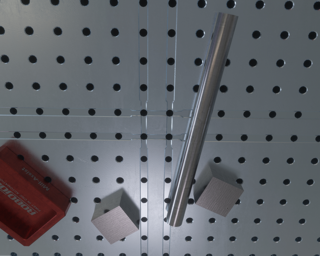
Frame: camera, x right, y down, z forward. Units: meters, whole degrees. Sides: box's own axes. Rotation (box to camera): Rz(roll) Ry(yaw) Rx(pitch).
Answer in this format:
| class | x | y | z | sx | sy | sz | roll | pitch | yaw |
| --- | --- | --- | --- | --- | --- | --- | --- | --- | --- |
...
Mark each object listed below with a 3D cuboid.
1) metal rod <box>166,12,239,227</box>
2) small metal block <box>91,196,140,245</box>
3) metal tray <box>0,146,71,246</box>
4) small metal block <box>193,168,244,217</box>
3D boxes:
| class | x | y | z | sx | sy | sz | roll | pitch | yaw |
| --- | --- | --- | --- | --- | --- | --- | --- | --- | --- |
| metal rod | 0.050 | 0.003 | 0.414 | 0.025 | 0.025 | 0.298 | 11 | 110 | -4 |
| small metal block | -0.066 | 0.138 | 0.464 | 0.050 | 0.025 | 0.050 | -31 | 108 | 10 |
| metal tray | -0.208 | 0.100 | 0.445 | 0.090 | 0.030 | 0.130 | -41 | 106 | 13 |
| small metal block | 0.084 | 0.094 | 0.449 | 0.050 | 0.025 | 0.050 | 26 | 108 | -9 |
